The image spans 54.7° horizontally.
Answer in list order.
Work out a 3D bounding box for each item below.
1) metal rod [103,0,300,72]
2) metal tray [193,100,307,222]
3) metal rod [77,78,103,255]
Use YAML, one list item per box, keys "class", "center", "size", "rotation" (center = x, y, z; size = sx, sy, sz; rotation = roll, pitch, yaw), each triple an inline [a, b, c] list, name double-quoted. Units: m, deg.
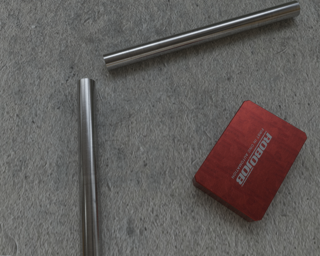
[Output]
- class: "metal rod"
  center: [0.065, -0.138, 0.458]
  size: [0.302, 0.025, 0.025]
  rotation: [-18, 71, -7]
- class: "metal tray"
  center: [0.113, 0.039, 0.392]
  size: [0.090, 0.030, 0.130]
  rotation: [33, 73, 11]
- class: "metal rod"
  center: [-0.086, 0.077, 0.379]
  size: [0.025, 0.025, 0.299]
  rotation: [-6, 70, -2]
